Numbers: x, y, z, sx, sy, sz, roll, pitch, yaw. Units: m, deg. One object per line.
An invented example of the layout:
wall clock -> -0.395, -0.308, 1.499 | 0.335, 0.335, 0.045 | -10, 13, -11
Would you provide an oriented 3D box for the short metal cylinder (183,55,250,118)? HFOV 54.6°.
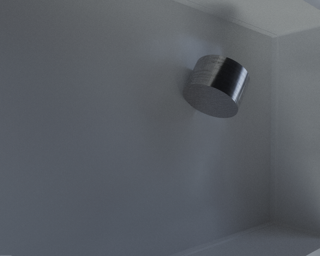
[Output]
short metal cylinder -> 0.079, -0.057, 0.435 | 0.080, 0.080, 0.050 | 40, 66, -33
